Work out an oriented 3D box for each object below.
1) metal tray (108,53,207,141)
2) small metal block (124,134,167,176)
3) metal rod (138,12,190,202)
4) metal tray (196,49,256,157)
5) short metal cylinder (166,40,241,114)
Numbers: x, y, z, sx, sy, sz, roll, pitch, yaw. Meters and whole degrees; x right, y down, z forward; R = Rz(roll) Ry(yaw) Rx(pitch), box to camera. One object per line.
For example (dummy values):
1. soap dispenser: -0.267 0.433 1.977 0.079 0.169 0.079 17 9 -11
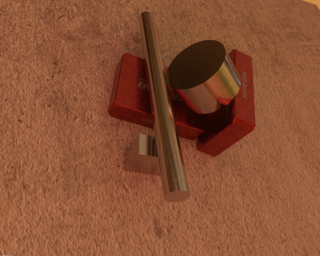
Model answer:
1. metal tray: 0.001 -0.042 0.429 0.131 0.030 0.090 17 55 -19
2. small metal block: -0.010 0.033 0.364 0.050 0.050 0.025 12 57 -22
3. metal rod: -0.002 -0.052 0.387 0.025 0.025 0.300 10 48 -23
4. metal tray: 0.091 -0.036 0.436 0.030 0.090 0.130 21 54 -16
5. short metal cylinder: 0.055 -0.065 0.394 0.050 0.080 0.080 46 41 -41
